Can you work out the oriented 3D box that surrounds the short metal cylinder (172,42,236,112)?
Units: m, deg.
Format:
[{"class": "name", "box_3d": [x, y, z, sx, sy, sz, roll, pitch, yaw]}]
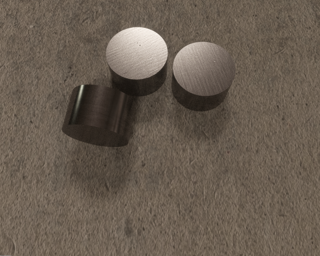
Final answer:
[{"class": "short metal cylinder", "box_3d": [0.057, -0.069, 0.421, 0.081, 0.050, 0.080, 0, 70, 0]}]

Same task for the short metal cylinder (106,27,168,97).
[{"class": "short metal cylinder", "box_3d": [-0.030, -0.090, 0.427, 0.081, 0.050, 0.080, 0, 70, 0]}]

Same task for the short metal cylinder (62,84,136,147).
[{"class": "short metal cylinder", "box_3d": [-0.074, -0.012, 0.383, 0.080, 0.080, 0.050, 8, 70, 2]}]
